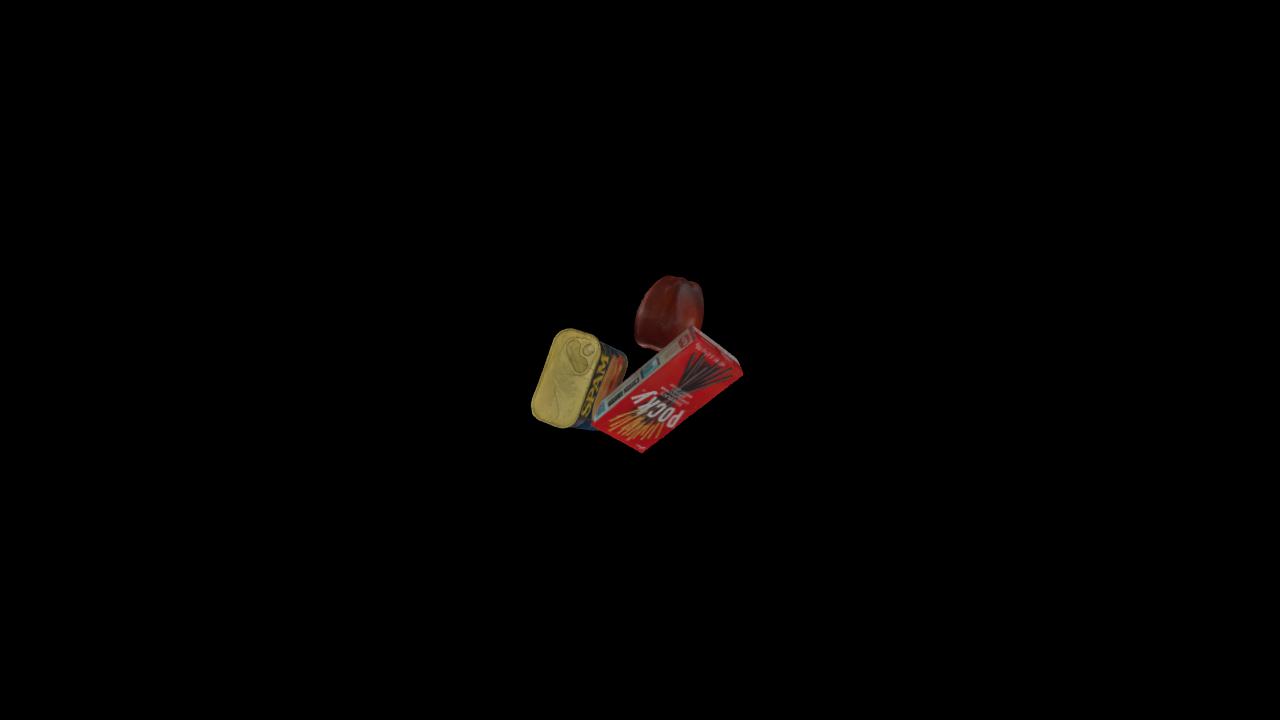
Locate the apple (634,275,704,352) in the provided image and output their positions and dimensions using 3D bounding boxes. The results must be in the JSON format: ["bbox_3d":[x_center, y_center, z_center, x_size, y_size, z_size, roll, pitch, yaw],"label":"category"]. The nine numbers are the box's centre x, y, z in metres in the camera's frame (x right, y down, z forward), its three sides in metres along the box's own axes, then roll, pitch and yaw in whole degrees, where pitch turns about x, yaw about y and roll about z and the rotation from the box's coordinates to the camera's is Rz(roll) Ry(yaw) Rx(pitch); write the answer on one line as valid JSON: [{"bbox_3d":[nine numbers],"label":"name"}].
[{"bbox_3d":[0.034,-0.046,0.685,0.079,0.093,0.079,15,4,-1],"label":"apple"}]

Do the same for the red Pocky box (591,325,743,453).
[{"bbox_3d":[0.027,0.036,0.655,0.155,0.028,0.083,-41,-50,22],"label":"red Pocky box"}]

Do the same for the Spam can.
[{"bbox_3d":[-0.062,0.025,0.665,0.058,0.101,0.085,19,-3,22],"label":"Spam can"}]
